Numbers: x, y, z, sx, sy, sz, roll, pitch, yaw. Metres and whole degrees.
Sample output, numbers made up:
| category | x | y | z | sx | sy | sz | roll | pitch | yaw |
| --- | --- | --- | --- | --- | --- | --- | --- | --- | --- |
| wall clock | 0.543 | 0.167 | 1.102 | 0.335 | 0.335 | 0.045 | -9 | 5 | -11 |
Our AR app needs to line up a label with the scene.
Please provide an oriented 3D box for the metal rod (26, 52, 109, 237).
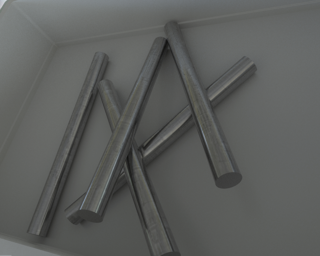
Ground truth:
| category | x | y | z | sx | sy | sz | roll | pitch | yaw |
| --- | --- | --- | --- | --- | --- | --- | --- | --- | --- |
| metal rod | -0.131 | 0.008 | 0.469 | 0.025 | 0.025 | 0.300 | -1 | 61 | 27 |

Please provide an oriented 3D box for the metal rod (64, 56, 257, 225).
| category | x | y | z | sx | sy | sz | roll | pitch | yaw |
| --- | --- | --- | --- | --- | --- | --- | --- | --- | --- |
| metal rod | 0.001 | 0.016 | 0.395 | 0.300 | 0.025 | 0.025 | -41 | 51 | 0 |

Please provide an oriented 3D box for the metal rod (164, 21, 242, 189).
| category | x | y | z | sx | sy | sz | roll | pitch | yaw |
| --- | --- | --- | --- | --- | --- | --- | --- | --- | --- |
| metal rod | 0.041 | -0.055 | 0.388 | 0.025 | 0.025 | 0.300 | -25 | 43 | 13 |

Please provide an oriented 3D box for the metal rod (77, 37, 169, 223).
| category | x | y | z | sx | sy | sz | roll | pitch | yaw |
| --- | --- | --- | --- | --- | --- | --- | --- | --- | --- |
| metal rod | -0.032 | -0.025 | 0.388 | 0.025 | 0.025 | 0.300 | -7 | 43 | 25 |

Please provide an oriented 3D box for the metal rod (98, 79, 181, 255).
| category | x | y | z | sx | sy | sz | roll | pitch | yaw |
| --- | --- | --- | --- | --- | --- | --- | --- | --- | --- |
| metal rod | -0.040 | 0.024 | 0.379 | 0.025 | 0.025 | 0.300 | -34 | 42 | 6 |
